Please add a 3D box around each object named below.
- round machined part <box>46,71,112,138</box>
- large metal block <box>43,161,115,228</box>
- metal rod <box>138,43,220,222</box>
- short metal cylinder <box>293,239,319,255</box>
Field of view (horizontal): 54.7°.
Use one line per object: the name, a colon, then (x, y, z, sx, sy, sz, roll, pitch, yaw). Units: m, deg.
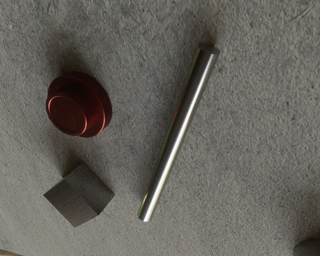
round machined part: (-0.121, -0.028, 0.441, 0.098, 0.042, 0.097, 13, 124, 20)
large metal block: (-0.139, 0.116, 0.533, 0.080, 0.050, 0.080, 49, 128, -7)
metal rod: (0.014, 0.029, 0.416, 0.025, 0.025, 0.298, 27, 128, 11)
short metal cylinder: (0.212, 0.190, 0.397, 0.080, 0.050, 0.079, 13, 124, 20)
